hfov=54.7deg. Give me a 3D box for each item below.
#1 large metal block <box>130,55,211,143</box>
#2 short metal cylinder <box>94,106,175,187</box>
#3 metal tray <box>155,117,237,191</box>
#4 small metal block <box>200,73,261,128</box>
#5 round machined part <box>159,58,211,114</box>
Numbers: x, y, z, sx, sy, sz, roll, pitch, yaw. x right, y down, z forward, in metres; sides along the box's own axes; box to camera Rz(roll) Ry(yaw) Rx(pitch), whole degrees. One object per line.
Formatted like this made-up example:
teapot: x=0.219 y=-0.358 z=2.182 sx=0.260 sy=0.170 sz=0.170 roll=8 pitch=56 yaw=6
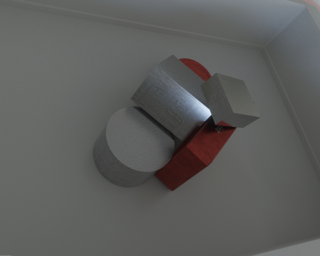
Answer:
large metal block: x=0.022 y=-0.039 z=0.379 sx=0.080 sy=0.050 sz=0.080 roll=39 pitch=26 yaw=-2
short metal cylinder: x=-0.031 y=0.022 z=0.358 sx=0.081 sy=0.050 sz=0.080 roll=14 pitch=56 yaw=-21
metal tray: x=0.057 y=0.013 z=0.386 sx=0.030 sy=0.090 sz=0.131 roll=44 pitch=50 yaw=2
small metal block: x=0.078 y=-0.029 z=0.343 sx=0.050 sy=0.025 sz=0.050 roll=5 pitch=58 yaw=-41
round machined part: x=0.039 y=-0.063 z=0.453 sx=0.099 sy=0.042 sz=0.098 roll=14 pitch=56 yaw=-21
